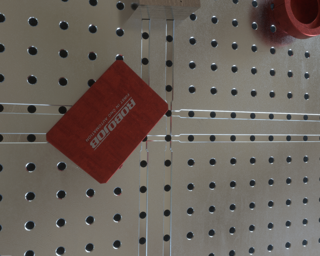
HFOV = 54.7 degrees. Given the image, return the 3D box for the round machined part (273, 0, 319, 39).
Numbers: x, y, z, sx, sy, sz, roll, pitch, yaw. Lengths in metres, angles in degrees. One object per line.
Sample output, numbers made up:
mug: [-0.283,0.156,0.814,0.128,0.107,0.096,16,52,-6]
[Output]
round machined part: [0.218,-0.187,0.483,0.099,0.042,0.097,0,90,-20]

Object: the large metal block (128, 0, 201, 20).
large metal block: [0.002,-0.189,0.399,0.081,0.050,0.079,-6,92,-20]

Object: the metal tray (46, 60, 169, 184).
metal tray: [-0.063,-0.008,0.386,0.090,0.030,0.130,43,76,-15]
